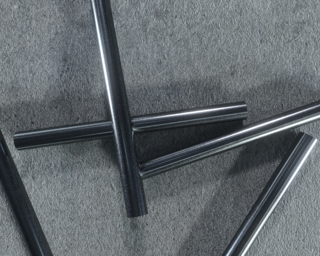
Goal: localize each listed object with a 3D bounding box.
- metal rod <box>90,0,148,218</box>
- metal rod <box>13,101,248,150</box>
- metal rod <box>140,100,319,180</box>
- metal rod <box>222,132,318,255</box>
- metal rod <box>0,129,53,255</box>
[{"bbox_3d":[-0.054,-0.041,0.388,0.025,0.025,0.298,-11,82,0],"label":"metal rod"},{"bbox_3d":[-0.037,-0.003,0.409,0.302,0.025,0.025,-8,90,0],"label":"metal rod"},{"bbox_3d":[0.100,0.014,0.410,0.301,0.025,0.025,-19,90,0],"label":"metal rod"},{"bbox_3d":[0.117,0.138,0.410,0.025,0.025,0.299,32,90,0],"label":"metal rod"},{"bbox_3d":[-0.195,0.073,0.408,0.025,0.025,0.299,-23,90,0],"label":"metal rod"}]
